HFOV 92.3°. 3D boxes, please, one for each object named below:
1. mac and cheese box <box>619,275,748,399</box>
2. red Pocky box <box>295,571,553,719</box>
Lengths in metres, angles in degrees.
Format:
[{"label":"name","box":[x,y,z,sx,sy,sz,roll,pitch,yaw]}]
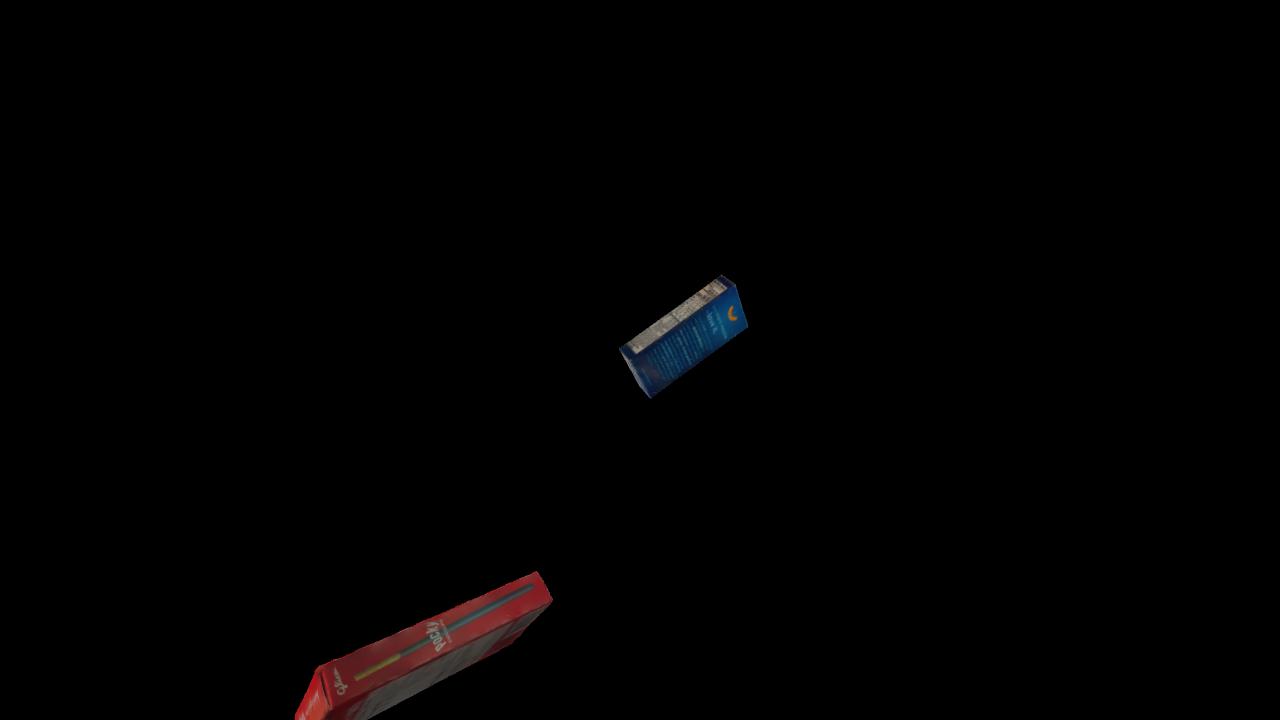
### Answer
[{"label":"mac and cheese box","box":[0.066,-0.033,0.886,0.184,0.093,0.041,-36,45,-8]},{"label":"red Pocky box","box":[-0.139,0.195,0.411,0.155,0.028,0.083,-9,-33,-46]}]
